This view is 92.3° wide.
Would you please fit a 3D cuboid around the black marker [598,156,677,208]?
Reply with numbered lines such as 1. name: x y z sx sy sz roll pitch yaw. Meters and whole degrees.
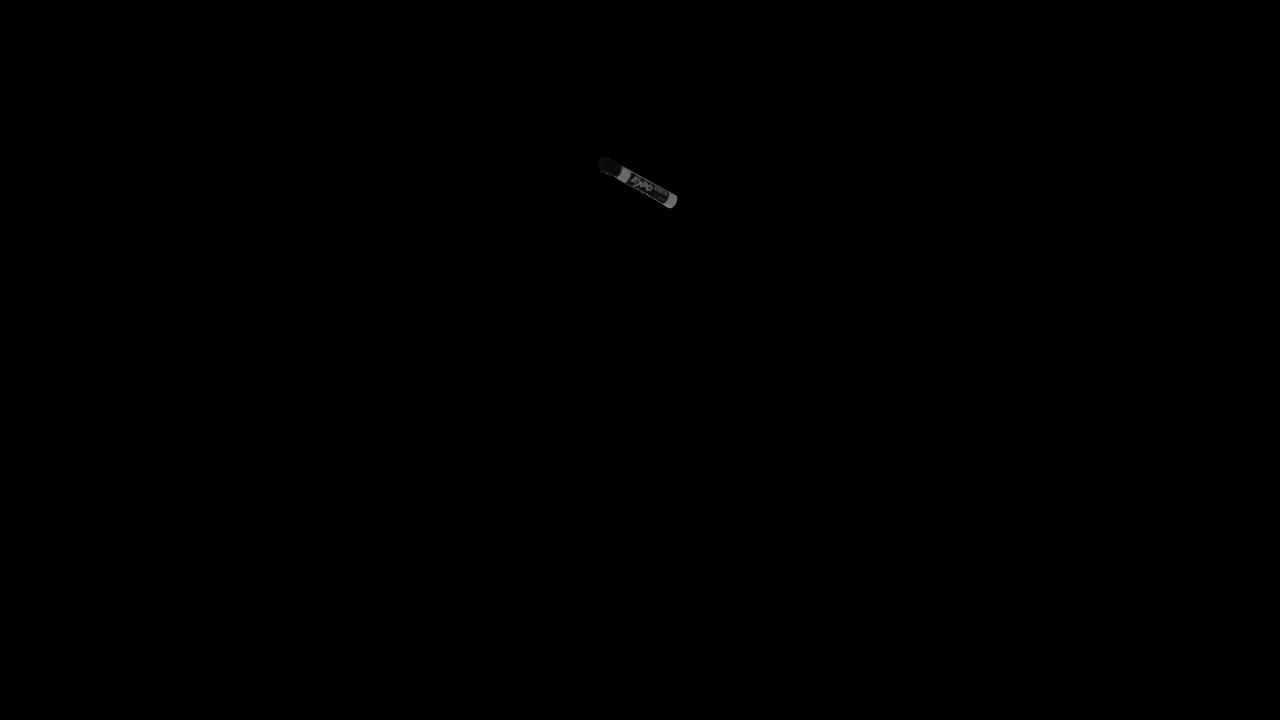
1. black marker: -0.002 -0.225 0.781 0.121 0.020 0.020 19 -11 -36
